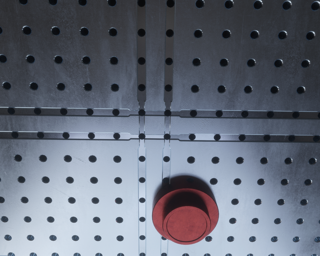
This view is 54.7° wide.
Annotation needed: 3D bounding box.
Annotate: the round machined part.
[{"bbox_3d":[0.037,0.130,0.453,0.099,0.042,0.097,0,110,-1],"label":"round machined part"}]
